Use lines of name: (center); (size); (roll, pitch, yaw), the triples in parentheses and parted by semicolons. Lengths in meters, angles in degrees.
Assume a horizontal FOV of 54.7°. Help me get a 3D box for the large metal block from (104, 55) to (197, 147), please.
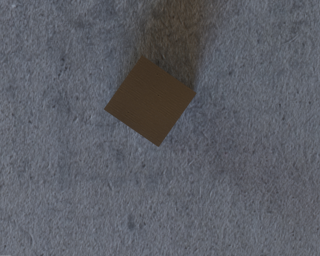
large metal block: (-0.012, -0.032, 0.397); (0.080, 0.050, 0.080); (35, 90, -1)
